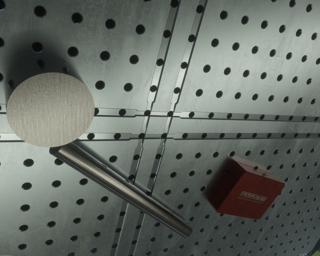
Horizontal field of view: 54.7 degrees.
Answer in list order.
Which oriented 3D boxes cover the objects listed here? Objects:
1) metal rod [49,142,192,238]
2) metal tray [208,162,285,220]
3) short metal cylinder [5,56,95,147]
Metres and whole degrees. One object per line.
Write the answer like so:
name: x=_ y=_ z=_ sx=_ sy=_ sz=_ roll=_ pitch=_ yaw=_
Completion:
metal rod: x=-0.036 y=0.101 z=0.453 sx=0.025 sy=0.025 sz=0.300 roll=-44 pitch=129 yaw=2
metal tray: x=0.161 y=0.119 z=0.569 sx=0.131 sy=0.030 sz=0.090 roll=20 pitch=108 yaw=-36
short metal cylinder: x=-0.113 y=-0.027 z=0.316 sx=0.081 sy=0.050 sz=0.079 roll=-14 pitch=124 yaw=-21
